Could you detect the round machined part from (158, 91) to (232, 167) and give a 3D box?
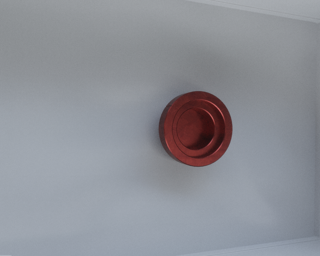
[{"bbox_3d":[0.044,0.001,0.417,0.099,0.042,0.097,0,90,-20],"label":"round machined part"}]
